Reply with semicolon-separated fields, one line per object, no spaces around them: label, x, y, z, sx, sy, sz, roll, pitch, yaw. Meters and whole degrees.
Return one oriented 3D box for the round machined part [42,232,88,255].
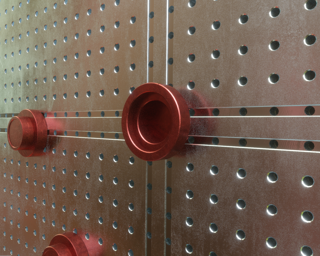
round machined part;-0.170;0.235;0.541;0.098;0.042;0.097;0;90;40

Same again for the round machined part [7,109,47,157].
round machined part;-0.273;0.010;0.626;0.098;0.042;0.097;0;90;40

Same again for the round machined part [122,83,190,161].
round machined part;-0.001;-0.008;0.400;0.098;0.042;0.097;0;90;40
